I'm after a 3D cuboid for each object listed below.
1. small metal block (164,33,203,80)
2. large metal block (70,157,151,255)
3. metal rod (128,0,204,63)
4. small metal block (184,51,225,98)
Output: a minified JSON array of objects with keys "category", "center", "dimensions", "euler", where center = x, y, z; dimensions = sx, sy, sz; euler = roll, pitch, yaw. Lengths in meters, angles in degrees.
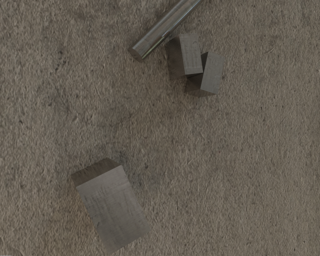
[{"category":"small metal block","center":[0.030,-0.092,0.407],"dimensions":[0.025,0.050,0.050],"euler":[-10,94,-20]},{"category":"large metal block","center":[-0.060,0.084,0.358],"dimensions":[0.050,0.080,0.080],"euler":[-26,99,-18]},{"category":"metal rod","center":[0.067,-0.202,0.433],"dimensions":[0.025,0.025,0.301],"euler":[46,76,-15]},{"category":"small metal block","center":[0.059,-0.070,0.418],"dimensions":[0.025,0.050,0.050],"euler":[14,85,-20]}]
